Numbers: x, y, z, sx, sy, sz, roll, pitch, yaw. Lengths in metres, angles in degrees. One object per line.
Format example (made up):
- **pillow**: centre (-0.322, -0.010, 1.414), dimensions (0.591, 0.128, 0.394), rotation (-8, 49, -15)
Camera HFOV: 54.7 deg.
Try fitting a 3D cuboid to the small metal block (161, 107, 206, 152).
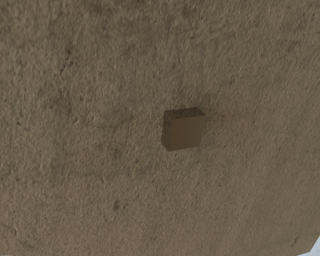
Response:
- **small metal block**: centre (0.032, 0.001, 0.427), dimensions (0.050, 0.025, 0.050), rotation (-8, 122, -25)
